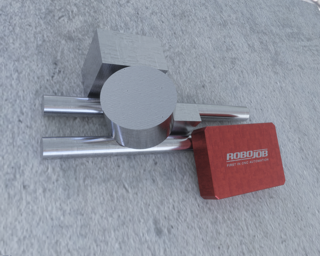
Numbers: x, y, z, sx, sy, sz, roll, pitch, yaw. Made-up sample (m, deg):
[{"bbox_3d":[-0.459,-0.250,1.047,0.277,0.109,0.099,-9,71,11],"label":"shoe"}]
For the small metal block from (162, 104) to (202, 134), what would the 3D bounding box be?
[{"bbox_3d":[0.017,-0.008,0.404,0.050,0.050,0.025,1,62,-28],"label":"small metal block"}]

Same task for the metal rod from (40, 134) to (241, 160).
[{"bbox_3d":[0.008,0.021,0.399,0.303,0.025,0.025,0,62,-29],"label":"metal rod"}]

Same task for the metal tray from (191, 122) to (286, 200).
[{"bbox_3d":[0.109,0.041,0.419,0.131,0.030,0.090,-3,81,-31],"label":"metal tray"}]

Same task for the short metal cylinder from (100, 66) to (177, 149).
[{"bbox_3d":[-0.023,-0.023,0.346,0.081,0.050,0.080,1,63,-1],"label":"short metal cylinder"}]

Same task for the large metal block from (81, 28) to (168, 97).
[{"bbox_3d":[-0.048,-0.072,0.390,0.081,0.080,0.050,1,62,-28],"label":"large metal block"}]

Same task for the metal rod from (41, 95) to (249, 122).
[{"bbox_3d":[0.001,-0.024,0.422,0.303,0.025,0.025,1,62,-28],"label":"metal rod"}]
